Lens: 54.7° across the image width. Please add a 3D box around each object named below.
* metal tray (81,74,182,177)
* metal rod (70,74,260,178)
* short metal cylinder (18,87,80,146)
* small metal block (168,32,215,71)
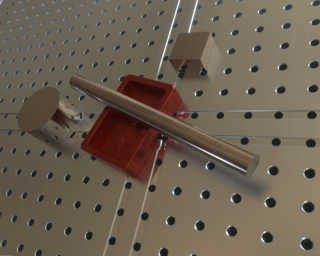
[{"bbox_3d":[-0.039,-0.008,0.428,0.090,0.030,0.130,20,72,35],"label":"metal tray"},{"bbox_3d":[-0.019,-0.017,0.387,0.300,0.025,0.025,26,76,36],"label":"metal rod"},{"bbox_3d":[-0.176,-0.019,0.494,0.080,0.050,0.080,-13,56,20],"label":"short metal cylinder"},{"bbox_3d":[0.047,-0.112,0.451,0.050,0.025,0.050,8,65,31],"label":"small metal block"}]
